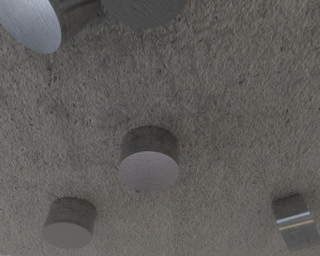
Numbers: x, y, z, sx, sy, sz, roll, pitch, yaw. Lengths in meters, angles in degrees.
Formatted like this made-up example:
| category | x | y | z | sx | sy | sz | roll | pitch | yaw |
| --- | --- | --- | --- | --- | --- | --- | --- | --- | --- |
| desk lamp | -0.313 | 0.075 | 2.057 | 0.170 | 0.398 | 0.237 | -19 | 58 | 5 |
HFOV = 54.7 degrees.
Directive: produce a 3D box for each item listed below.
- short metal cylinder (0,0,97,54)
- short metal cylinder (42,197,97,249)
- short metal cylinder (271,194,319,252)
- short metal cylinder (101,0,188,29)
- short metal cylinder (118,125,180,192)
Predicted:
| category | x | y | z | sx | sy | sz | roll | pitch | yaw |
| --- | --- | --- | --- | --- | --- | --- | --- | --- | --- |
| short metal cylinder | -0.103 | -0.113 | 0.272 | 0.080 | 0.050 | 0.080 | 22 | 143 | 18 |
| short metal cylinder | -0.152 | 0.162 | 0.527 | 0.081 | 0.050 | 0.079 | 0 | 130 | 0 |
| short metal cylinder | 0.221 | 0.154 | 0.504 | 0.050 | 0.080 | 0.080 | -23 | 127 | 18 |
| short metal cylinder | -0.017 | -0.132 | 0.264 | 0.081 | 0.050 | 0.079 | -10 | 127 | -13 |
| short metal cylinder | -0.014 | 0.043 | 0.427 | 0.081 | 0.050 | 0.079 | 0 | 130 | 0 |
